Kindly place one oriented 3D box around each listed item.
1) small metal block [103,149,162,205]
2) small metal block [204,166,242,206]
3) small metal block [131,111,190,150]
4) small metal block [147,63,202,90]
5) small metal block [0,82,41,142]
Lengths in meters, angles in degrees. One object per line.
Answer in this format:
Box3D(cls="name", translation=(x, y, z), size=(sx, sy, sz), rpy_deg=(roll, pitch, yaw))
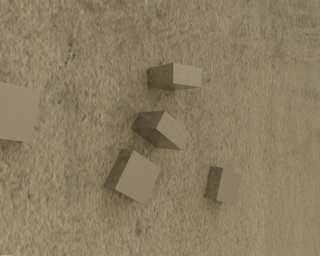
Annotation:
Box3D(cls="small metal block", translation=(-0.033, 0.060, 0.379), size=(0.050, 0.025, 0.050), rpy_deg=(38, 67, -34))
Box3D(cls="small metal block", translation=(0.101, 0.092, 0.492), size=(0.050, 0.025, 0.050), rpy_deg=(24, 75, -38))
Box3D(cls="small metal block", translation=(0.001, 0.004, 0.391), size=(0.050, 0.050, 0.025), rpy_deg=(40, 66, -33))
Box3D(cls="small metal block", translation=(0.019, -0.066, 0.406), size=(0.050, 0.050, 0.025), rpy_deg=(1, 90, -40))
Box3D(cls="small metal block", translation=(-0.144, -0.015, 0.285), size=(0.050, 0.025, 0.050), rpy_deg=(11, 83, -40))
